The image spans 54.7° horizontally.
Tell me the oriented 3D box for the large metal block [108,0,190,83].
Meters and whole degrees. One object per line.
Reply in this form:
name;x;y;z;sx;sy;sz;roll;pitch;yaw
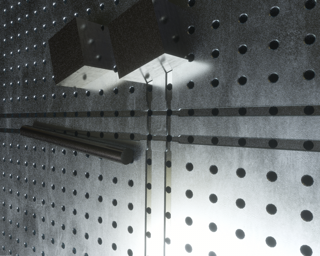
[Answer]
large metal block;-0.016;-0.113;0.407;0.080;0.050;0.080;-21;77;38

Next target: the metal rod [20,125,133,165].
metal rod;-0.162;0.023;0.543;0.300;0.025;0.025;9;96;39

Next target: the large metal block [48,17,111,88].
large metal block;-0.132;-0.118;0.502;0.080;0.050;0.080;-21;77;38
